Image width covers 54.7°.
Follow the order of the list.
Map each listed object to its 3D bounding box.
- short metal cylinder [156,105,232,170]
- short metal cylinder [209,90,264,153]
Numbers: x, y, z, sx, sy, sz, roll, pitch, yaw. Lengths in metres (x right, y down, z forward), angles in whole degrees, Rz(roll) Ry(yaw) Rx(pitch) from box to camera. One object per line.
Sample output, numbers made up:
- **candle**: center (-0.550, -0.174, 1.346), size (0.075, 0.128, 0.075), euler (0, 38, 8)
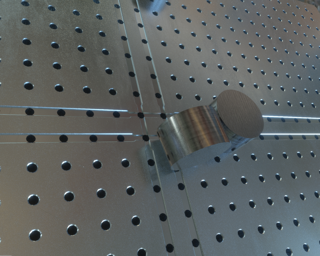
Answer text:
- **short metal cylinder**: center (0.042, 0.014, 0.389), size (0.081, 0.080, 0.050), euler (-9, 66, -32)
- **short metal cylinder**: center (0.104, -0.009, 0.456), size (0.081, 0.050, 0.080), euler (14, 56, -21)
